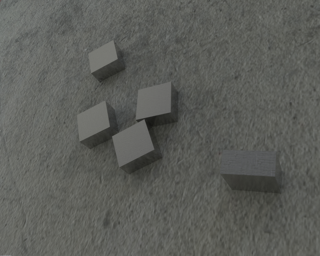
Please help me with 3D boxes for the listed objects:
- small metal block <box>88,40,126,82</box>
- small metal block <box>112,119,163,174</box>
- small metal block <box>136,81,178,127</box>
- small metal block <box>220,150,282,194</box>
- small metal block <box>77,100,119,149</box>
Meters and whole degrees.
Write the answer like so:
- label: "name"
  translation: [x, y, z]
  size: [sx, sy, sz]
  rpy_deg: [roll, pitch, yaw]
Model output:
- label: "small metal block"
  translation: [-0.089, -0.112, 0.517]
  size: [0.050, 0.025, 0.050]
  rpy_deg: [-25, 53, 12]
- label: "small metal block"
  translation: [-0.030, 0.024, 0.403]
  size: [0.050, 0.025, 0.050]
  rpy_deg: [-28, 52, 10]
- label: "small metal block"
  translation: [-0.003, -0.031, 0.423]
  size: [0.050, 0.025, 0.050]
  rpy_deg: [-11, 57, 21]
- label: "small metal block"
  translation: [0.093, 0.044, 0.311]
  size: [0.050, 0.050, 0.025]
  rpy_deg: [-1, 62, 27]
- label: "small metal block"
  translation: [-0.091, -0.005, 0.453]
  size: [0.050, 0.025, 0.050]
  rpy_deg: [-25, 53, 12]
